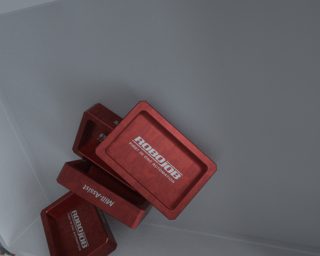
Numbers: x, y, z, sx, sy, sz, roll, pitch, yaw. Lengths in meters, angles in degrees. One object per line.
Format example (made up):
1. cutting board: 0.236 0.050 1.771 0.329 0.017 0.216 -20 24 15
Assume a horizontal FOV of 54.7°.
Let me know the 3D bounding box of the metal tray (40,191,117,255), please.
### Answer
1. metal tray: -0.133 0.161 0.495 0.130 0.090 0.030 50 172 45

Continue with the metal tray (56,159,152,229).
1. metal tray: -0.075 0.092 0.462 0.130 0.090 0.030 29 94 9

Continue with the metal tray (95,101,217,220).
1. metal tray: -0.005 0.040 0.396 0.130 0.090 0.030 42 171 -1

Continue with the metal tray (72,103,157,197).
1. metal tray: -0.061 0.034 0.458 0.130 0.030 0.089 34 129 6
